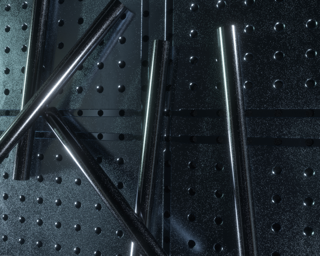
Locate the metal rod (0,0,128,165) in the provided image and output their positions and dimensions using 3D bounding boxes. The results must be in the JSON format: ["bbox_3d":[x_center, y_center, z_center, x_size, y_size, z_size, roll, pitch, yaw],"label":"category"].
[{"bbox_3d":[-0.153,-0.062,0.448,0.025,0.025,0.299,43,97,14],"label":"metal rod"}]

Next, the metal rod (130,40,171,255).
[{"bbox_3d":[-0.014,0.034,0.416,0.025,0.025,0.298,7,92,19],"label":"metal rod"}]

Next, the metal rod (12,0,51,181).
[{"bbox_3d":[-0.198,-0.068,0.480,0.025,0.025,0.298,9,93,19],"label":"metal rod"}]

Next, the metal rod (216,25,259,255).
[{"bbox_3d":[0.096,0.026,0.378,0.025,0.025,0.298,-6,88,19],"label":"metal rod"}]

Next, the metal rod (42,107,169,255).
[{"bbox_3d":[-0.074,0.081,0.418,0.025,0.025,0.300,-47,69,14],"label":"metal rod"}]
